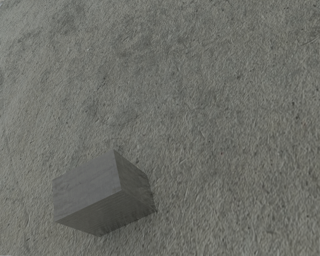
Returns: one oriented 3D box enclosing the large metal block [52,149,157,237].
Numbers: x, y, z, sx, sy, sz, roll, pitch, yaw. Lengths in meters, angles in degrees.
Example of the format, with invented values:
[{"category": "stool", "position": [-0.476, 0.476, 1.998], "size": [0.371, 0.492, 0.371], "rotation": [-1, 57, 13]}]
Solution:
[{"category": "large metal block", "position": [-0.062, 0.078, 0.353], "size": [0.080, 0.080, 0.050], "rotation": [-27, 53, 11]}]
